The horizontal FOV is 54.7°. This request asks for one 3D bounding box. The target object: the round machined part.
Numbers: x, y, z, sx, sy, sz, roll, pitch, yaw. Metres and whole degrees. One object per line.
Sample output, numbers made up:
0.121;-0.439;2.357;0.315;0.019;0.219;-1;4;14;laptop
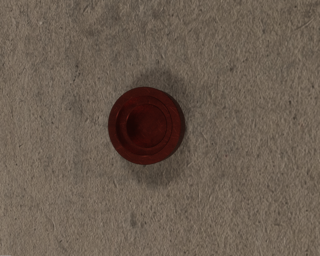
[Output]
-0.014;-0.003;0.404;0.098;0.042;0.097;0;90;19;round machined part
